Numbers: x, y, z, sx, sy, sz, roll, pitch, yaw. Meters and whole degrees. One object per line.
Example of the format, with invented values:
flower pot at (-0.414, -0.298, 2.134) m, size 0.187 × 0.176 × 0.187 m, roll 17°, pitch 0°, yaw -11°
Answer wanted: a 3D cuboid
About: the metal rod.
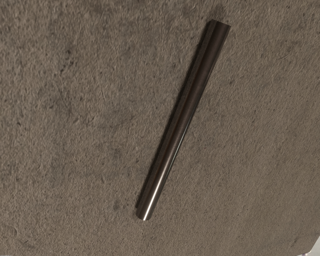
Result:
metal rod at (0.024, 0.004, 0.423) m, size 0.025 × 0.025 × 0.298 m, roll 7°, pitch 115°, yaw -32°
